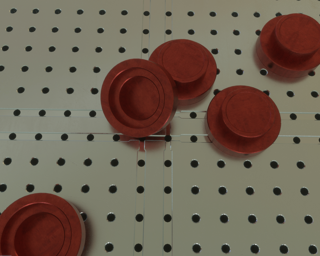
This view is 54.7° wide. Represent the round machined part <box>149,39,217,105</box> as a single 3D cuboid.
[{"bbox_3d":[0.031,-0.084,0.434,0.099,0.042,0.098,0,70,-1],"label":"round machined part"}]

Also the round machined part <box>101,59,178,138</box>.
[{"bbox_3d":[-0.023,-0.039,0.401,0.098,0.042,0.097,2,97,19],"label":"round machined part"}]

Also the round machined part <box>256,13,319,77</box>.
[{"bbox_3d":[0.196,-0.127,0.451,0.099,0.042,0.098,0,70,-1],"label":"round machined part"}]

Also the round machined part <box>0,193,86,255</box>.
[{"bbox_3d":[-0.135,0.126,0.355,0.099,0.042,0.098,0,70,-1],"label":"round machined part"}]

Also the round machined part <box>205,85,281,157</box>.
[{"bbox_3d":[0.111,-0.014,0.409,0.099,0.042,0.098,0,70,-1],"label":"round machined part"}]
